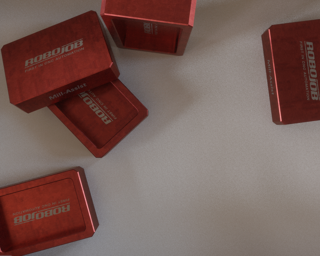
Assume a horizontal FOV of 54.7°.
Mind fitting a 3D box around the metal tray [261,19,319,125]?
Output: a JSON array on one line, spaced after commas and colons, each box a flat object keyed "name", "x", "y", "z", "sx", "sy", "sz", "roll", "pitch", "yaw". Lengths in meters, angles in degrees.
[{"name": "metal tray", "x": 0.192, "y": -0.073, "z": 0.411, "sx": 0.091, "sy": 0.030, "sz": 0.129, "roll": -7, "pitch": 90, "yaw": -1}]

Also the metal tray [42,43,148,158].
[{"name": "metal tray", "x": -0.090, "y": -0.036, "z": 0.407, "sx": 0.090, "sy": 0.030, "sz": 0.130, "roll": -43, "pitch": 91, "yaw": 0}]

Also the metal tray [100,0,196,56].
[{"name": "metal tray", "x": -0.011, "y": -0.118, "z": 0.359, "sx": 0.091, "sy": 0.130, "sz": 0.030, "roll": 7, "pitch": 90, "yaw": 0}]

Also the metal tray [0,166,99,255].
[{"name": "metal tray", "x": -0.156, "y": 0.111, "z": 0.406, "sx": 0.131, "sy": 0.030, "sz": 0.089, "roll": -15, "pitch": 90, "yaw": -1}]

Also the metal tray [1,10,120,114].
[{"name": "metal tray", "x": -0.126, "y": -0.083, "z": 0.388, "sx": 0.131, "sy": 0.030, "sz": 0.090, "roll": -21, "pitch": 69, "yaw": 2}]
